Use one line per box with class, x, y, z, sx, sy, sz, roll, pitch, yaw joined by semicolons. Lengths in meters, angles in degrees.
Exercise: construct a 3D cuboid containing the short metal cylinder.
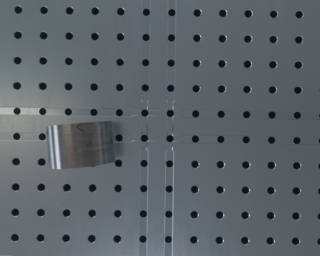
short metal cylinder;-0.097;0.020;0.385;0.080;0.080;0.050;-5;90;0
